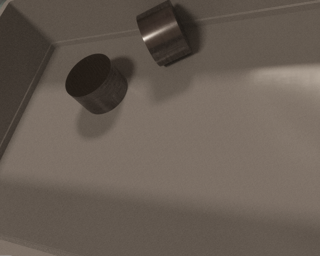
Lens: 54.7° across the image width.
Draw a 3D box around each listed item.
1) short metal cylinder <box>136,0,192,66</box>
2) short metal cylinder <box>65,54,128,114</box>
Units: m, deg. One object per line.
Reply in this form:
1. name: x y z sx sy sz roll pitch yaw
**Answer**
1. short metal cylinder: 0.007 -0.136 0.449 0.050 0.080 0.080 -23 54 14
2. short metal cylinder: -0.098 -0.068 0.481 0.080 0.050 0.080 -13 56 20
